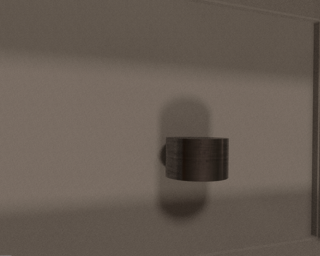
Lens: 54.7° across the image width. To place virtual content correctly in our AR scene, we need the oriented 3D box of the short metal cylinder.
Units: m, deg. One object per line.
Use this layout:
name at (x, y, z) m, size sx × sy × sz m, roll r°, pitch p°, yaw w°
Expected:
short metal cylinder at (0.048, 0.038, 0.400) m, size 0.081 × 0.080 × 0.050 m, roll 1°, pitch 90°, yaw -20°
